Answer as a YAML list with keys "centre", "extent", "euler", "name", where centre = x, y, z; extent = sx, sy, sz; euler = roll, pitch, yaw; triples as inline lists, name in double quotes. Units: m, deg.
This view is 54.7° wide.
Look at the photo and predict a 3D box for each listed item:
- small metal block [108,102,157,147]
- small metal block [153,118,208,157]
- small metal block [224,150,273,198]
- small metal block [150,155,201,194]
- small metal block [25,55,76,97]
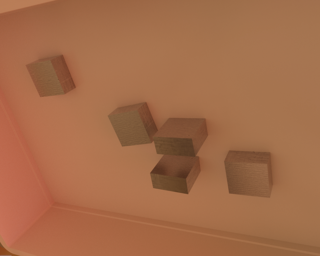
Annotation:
- centre: [-0.036, -0.004, 0.425]
  extent: [0.050, 0.025, 0.050]
  euler: [-9, 114, 32]
  name: "small metal block"
- centre: [0.027, 0.010, 0.385]
  extent: [0.050, 0.050, 0.025]
  euler: [2, 119, 27]
  name: "small metal block"
- centre: [0.111, 0.057, 0.385]
  extent: [0.050, 0.025, 0.050]
  euler: [1, 119, 28]
  name: "small metal block"
- centre: [0.022, 0.060, 0.418]
  extent: [0.050, 0.050, 0.025]
  euler: [5, 121, 26]
  name: "small metal block"
- centre: [-0.157, -0.074, 0.446]
  extent: [0.050, 0.025, 0.050]
  euler: [-2, 117, 29]
  name: "small metal block"
